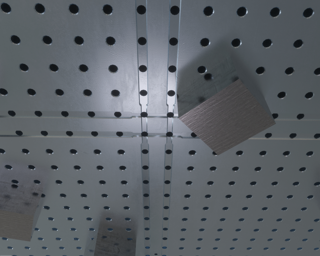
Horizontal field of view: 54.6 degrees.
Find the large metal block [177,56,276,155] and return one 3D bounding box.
[{"bbox_3d":[0.078,-0.024,0.375,0.080,0.050,0.080,-33,123,25],"label":"large metal block"}]

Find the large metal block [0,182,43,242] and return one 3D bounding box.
[{"bbox_3d":[-0.244,0.138,0.510,0.080,0.050,0.079,14,129,-12],"label":"large metal block"}]

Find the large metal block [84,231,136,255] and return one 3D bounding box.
[{"bbox_3d":[-0.102,0.256,0.612,0.080,0.050,0.080,21,127,-17],"label":"large metal block"}]
